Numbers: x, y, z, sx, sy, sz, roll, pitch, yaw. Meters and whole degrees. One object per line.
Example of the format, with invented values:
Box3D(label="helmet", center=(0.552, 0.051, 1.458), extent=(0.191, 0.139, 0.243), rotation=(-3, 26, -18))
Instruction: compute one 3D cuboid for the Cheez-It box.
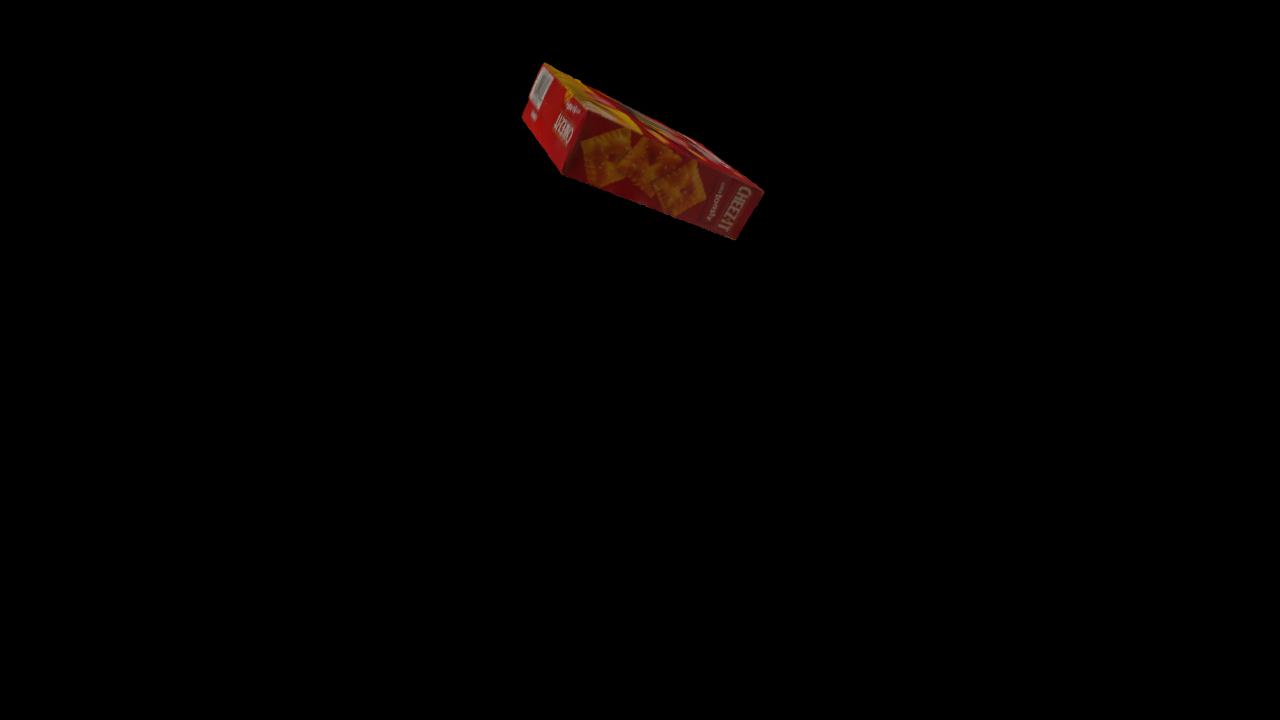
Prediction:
Box3D(label="Cheez-It box", center=(0.001, -0.220, 0.659), extent=(0.223, 0.071, 0.166), rotation=(12, 30, -34))
